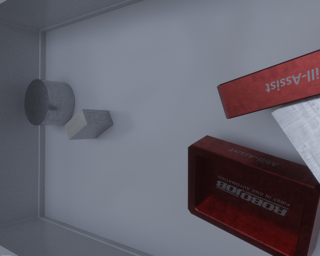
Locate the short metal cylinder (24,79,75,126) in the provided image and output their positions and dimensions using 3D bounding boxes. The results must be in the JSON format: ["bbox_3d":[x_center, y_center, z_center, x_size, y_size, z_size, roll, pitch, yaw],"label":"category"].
[{"bbox_3d":[-0.196,-0.044,0.549,0.080,0.050,0.079,0,90,39],"label":"short metal cylinder"}]

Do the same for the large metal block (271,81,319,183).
[{"bbox_3d":[0.147,0.007,0.249,0.050,0.081,0.080,-41,65,32],"label":"large metal block"}]

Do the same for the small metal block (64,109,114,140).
[{"bbox_3d":[-0.109,-0.005,0.478,0.050,0.050,0.025,-35,69,34],"label":"small metal block"}]

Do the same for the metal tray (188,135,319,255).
[{"bbox_3d":[0.089,0.068,0.310,0.130,0.030,0.089,18,121,38],"label":"metal tray"}]

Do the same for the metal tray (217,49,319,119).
[{"bbox_3d":[0.126,-0.043,0.255,0.130,0.091,0.030,-16,91,39],"label":"metal tray"}]
